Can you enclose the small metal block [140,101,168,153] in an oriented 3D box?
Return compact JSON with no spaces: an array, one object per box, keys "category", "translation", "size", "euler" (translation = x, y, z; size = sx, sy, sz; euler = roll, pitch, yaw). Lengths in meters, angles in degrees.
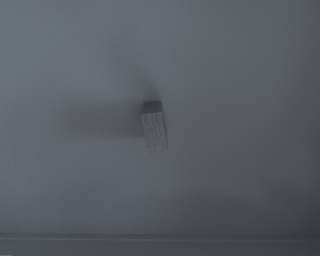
[{"category":"small metal block","translation":[-0.006,-0.002,0.393],"size":[0.025,0.050,0.050],"euler":[-8,109,3]}]
